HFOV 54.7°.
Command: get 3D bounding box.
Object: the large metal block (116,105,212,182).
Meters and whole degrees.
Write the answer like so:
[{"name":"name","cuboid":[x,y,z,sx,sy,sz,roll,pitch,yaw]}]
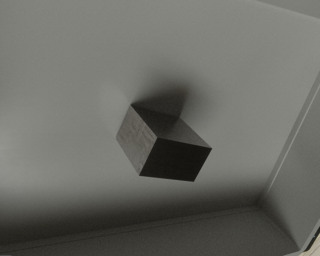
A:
[{"name":"large metal block","cuboid":[0.003,0.019,0.385,0.081,0.080,0.050,13,112,-34]}]
